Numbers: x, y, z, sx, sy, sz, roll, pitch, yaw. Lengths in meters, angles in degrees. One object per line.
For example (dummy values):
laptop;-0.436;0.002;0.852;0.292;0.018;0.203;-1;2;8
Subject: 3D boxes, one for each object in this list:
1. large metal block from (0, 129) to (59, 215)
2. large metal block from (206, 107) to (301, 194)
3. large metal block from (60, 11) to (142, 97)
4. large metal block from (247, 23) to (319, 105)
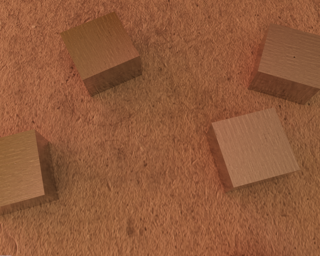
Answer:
large metal block;-0.176;0.056;0.373;0.081;0.050;0.080;-15;71;-6
large metal block;0.111;0.029;0.385;0.081;0.050;0.080;-14;71;-5
large metal block;-0.080;-0.102;0.431;0.080;0.050;0.080;-26;72;-9
large metal block;0.176;-0.088;0.428;0.080;0.050;0.080;17;71;6
